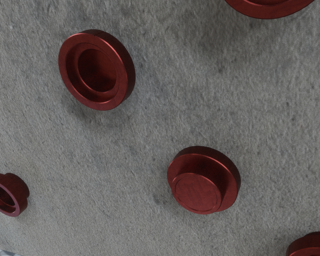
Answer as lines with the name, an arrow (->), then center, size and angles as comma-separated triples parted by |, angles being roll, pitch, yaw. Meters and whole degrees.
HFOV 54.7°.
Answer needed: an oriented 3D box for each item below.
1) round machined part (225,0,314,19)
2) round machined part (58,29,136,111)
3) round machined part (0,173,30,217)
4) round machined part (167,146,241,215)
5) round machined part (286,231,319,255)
round machined part -> 0.095, -0.144, 0.256 | 0.098, 0.042, 0.097 | 13, 124, 20
round machined part -> -0.073, -0.074, 0.387 | 0.098, 0.042, 0.097 | 13, 124, 20
round machined part -> -0.311, 0.132, 0.637 | 0.098, 0.042, 0.097 | 13, 124, 20
round machined part -> 0.054, 0.076, 0.413 | 0.098, 0.042, 0.097 | 13, 124, 20
round machined part -> 0.211, 0.170, 0.390 | 0.098, 0.042, 0.097 | 13, 124, 20
